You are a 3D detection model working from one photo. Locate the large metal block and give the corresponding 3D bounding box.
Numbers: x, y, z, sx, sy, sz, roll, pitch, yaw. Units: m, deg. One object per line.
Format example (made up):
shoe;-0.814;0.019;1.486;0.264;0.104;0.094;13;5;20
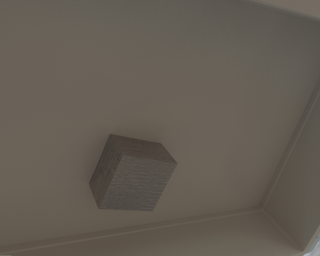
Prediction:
large metal block;-0.037;0.061;0.409;0.081;0.050;0.080;13;112;-34
